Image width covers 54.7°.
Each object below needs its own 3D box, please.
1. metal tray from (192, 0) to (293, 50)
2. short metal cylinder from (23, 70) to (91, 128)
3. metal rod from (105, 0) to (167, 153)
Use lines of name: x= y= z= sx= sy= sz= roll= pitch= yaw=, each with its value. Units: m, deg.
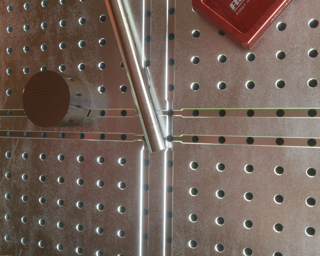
metal tray: x=0.114 y=-0.172 z=0.369 sx=0.090 sy=0.030 sz=0.130 roll=44 pitch=103 yaw=14
short metal cylinder: x=-0.150 y=-0.040 z=0.452 sx=0.080 sy=0.050 sz=0.080 roll=0 pitch=90 yaw=20
metal rod: x=-0.045 y=-0.112 z=0.428 sx=0.025 sy=0.025 sz=0.299 roll=-19 pitch=84 yaw=19
